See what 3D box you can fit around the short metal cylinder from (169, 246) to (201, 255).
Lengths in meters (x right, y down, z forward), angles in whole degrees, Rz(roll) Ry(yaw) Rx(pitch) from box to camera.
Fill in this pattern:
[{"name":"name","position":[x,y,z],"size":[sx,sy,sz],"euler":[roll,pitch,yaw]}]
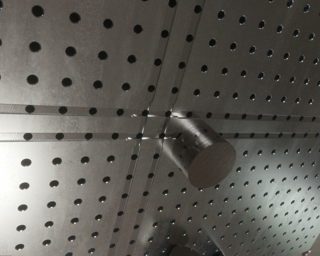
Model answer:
[{"name":"short metal cylinder","position":[0.045,0.264,0.566],"size":[0.081,0.080,0.050],"euler":[16,110,-35]}]

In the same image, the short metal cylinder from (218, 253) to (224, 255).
[{"name":"short metal cylinder","position":[0.136,0.310,0.646],"size":[0.050,0.080,0.080],"euler":[-38,130,-3]}]

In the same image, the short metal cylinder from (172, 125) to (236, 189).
[{"name":"short metal cylinder","position":[0.065,0.042,0.459],"size":[0.081,0.050,0.079],"euler":[-14,125,-21]}]
